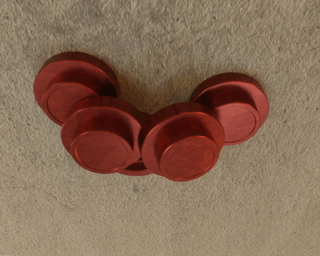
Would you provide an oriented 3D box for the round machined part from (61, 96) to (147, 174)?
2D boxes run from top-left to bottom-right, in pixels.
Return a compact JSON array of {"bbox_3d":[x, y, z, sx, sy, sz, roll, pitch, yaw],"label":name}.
[{"bbox_3d":[-0.063,0.015,0.354,0.099,0.042,0.097,-1,130,0],"label":"round machined part"}]

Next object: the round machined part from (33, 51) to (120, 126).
[{"bbox_3d":[-0.098,-0.036,0.364,0.099,0.042,0.097,-1,130,0],"label":"round machined part"}]

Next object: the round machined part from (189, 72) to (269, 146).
[{"bbox_3d":[0.086,-0.016,0.384,0.099,0.042,0.097,-1,130,0],"label":"round machined part"}]

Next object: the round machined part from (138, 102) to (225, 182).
[{"bbox_3d":[0.027,0.022,0.348,0.099,0.042,0.097,-9,130,-10],"label":"round machined part"}]

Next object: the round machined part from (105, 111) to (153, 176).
[{"bbox_3d":[-0.032,0.016,0.411,0.099,0.042,0.097,-1,130,0],"label":"round machined part"}]
